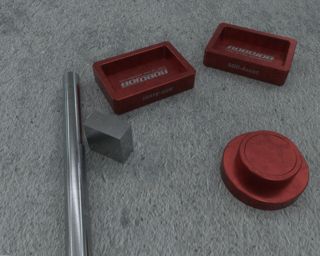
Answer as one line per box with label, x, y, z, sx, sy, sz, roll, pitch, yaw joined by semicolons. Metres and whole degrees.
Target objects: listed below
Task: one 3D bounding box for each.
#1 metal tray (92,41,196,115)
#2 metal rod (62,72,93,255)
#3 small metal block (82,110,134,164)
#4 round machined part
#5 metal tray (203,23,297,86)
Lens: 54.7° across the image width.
metal tray;-0.024;-0.079;0.465;0.131;0.030;0.090;-22;54;-18
metal rod;-0.102;0.038;0.370;0.025;0.025;0.300;-9;51;-8
small metal block;-0.061;0.012;0.377;0.050;0.050;0.025;21;53;16
round machined part;0.122;0.041;0.359;0.099;0.042;0.098;0;50;0
metal tray;0.147;-0.123;0.505;0.130;0.030;0.090;19;52;14
